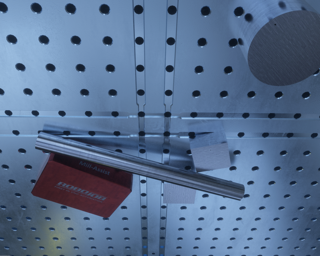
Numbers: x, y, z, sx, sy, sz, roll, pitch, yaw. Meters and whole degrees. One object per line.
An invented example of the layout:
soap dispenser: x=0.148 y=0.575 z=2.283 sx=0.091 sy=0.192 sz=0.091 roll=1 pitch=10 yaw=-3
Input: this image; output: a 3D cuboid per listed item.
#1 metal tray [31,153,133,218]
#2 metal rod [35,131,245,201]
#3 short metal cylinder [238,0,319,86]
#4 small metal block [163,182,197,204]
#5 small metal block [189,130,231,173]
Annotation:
metal tray: x=-0.120 y=0.088 z=0.482 sx=0.131 sy=0.030 sz=0.089 roll=24 pitch=126 yaw=-20
metal rod: x=-0.022 y=0.057 z=0.445 sx=0.302 sy=0.025 sz=0.025 roll=16 pitch=128 yaw=-8
short metal cylinder: x=0.126 y=-0.091 z=0.320 sx=0.081 sy=0.050 sz=0.079 roll=0 pitch=130 yaw=0
small metal block: x=0.031 y=0.095 z=0.494 sx=0.050 sy=0.025 sz=0.050 roll=1 pitch=130 yaw=-2
small metal block: x=0.072 y=0.034 z=0.442 sx=0.050 sy=0.025 sz=0.050 roll=-11 pitch=130 yaw=8
